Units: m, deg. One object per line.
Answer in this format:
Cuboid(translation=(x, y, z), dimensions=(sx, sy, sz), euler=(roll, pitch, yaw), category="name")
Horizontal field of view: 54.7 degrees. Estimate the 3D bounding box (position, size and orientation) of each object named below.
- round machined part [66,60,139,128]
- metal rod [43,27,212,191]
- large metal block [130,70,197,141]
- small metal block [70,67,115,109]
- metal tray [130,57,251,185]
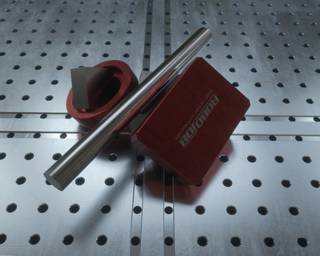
Cuboid(translation=(-0.071, -0.040, 0.412), dimensions=(0.098, 0.042, 0.098), euler=(-15, 50, 20), category="round machined part")
Cuboid(translation=(-0.018, -0.043, 0.378), dimensions=(0.025, 0.025, 0.301), euler=(28, 55, 21), category="metal rod")
Cuboid(translation=(0.008, -0.028, 0.415), dimensions=(0.080, 0.050, 0.080), euler=(7, 50, 5), category="large metal block")
Cuboid(translation=(-0.084, -0.051, 0.397), dimensions=(0.025, 0.050, 0.050), euler=(-1, 6, 33), category="small metal block")
Cuboid(translation=(0.039, -0.009, 0.369), dimensions=(0.090, 0.030, 0.130), euler=(40, 70, -8), category="metal tray")
